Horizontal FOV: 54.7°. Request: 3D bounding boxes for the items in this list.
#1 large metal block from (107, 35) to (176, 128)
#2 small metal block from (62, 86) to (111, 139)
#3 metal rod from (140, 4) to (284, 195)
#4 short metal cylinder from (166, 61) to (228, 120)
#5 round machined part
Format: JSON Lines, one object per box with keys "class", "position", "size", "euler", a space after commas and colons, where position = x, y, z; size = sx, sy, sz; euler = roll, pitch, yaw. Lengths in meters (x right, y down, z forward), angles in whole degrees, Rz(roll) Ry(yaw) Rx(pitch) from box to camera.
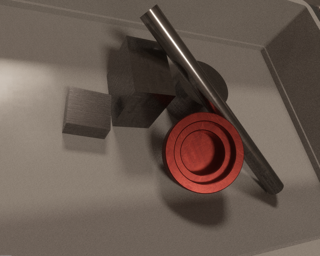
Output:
{"class": "large metal block", "position": [-0.028, -0.054, 0.390], "size": [0.050, 0.080, 0.080], "euler": [4, 60, -27]}
{"class": "small metal block", "position": [-0.087, -0.018, 0.371], "size": [0.050, 0.025, 0.050], "euler": [10, 57, -23]}
{"class": "metal rod", "position": [0.077, -0.024, 0.403], "size": [0.300, 0.025, 0.025], "euler": [51, 49, -17]}
{"class": "short metal cylinder", "position": [0.051, -0.051, 0.450], "size": [0.081, 0.050, 0.080], "euler": [14, 56, -21]}
{"class": "round machined part", "position": [0.051, 0.031, 0.388], "size": [0.099, 0.042, 0.097], "euler": [1, 83, -10]}
